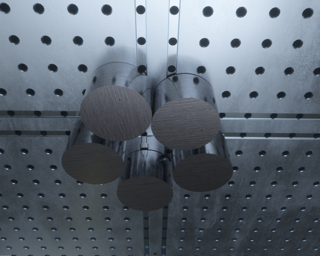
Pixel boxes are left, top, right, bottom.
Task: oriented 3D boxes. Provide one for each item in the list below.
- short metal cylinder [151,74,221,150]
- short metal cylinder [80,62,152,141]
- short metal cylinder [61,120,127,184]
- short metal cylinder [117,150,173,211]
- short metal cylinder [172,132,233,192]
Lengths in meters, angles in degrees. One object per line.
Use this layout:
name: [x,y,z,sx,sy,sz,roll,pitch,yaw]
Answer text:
short metal cylinder: [0.030,-0.019,0.378,0.081,0.050,0.079,0,131,0]
short metal cylinder: [-0.049,-0.030,0.368,0.081,0.050,0.079,-1,130,0]
short metal cylinder: [-0.087,0.032,0.421,0.081,0.050,0.079,0,131,0]
short metal cylinder: [-0.021,0.079,0.461,0.081,0.050,0.079,0,130,0]
short metal cylinder: [0.057,0.045,0.433,0.081,0.050,0.079,0,132,0]
